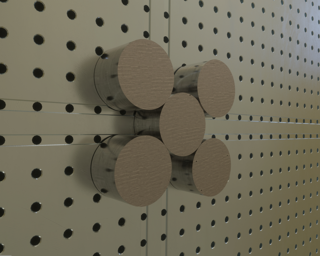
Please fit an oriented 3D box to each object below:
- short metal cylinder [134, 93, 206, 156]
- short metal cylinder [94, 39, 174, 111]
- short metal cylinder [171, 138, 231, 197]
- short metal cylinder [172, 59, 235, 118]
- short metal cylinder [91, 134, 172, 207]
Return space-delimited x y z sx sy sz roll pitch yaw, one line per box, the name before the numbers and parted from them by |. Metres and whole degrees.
short metal cylinder | 0.014 -0.005 0.406 0.081 0.050 0.079 0 90 -40
short metal cylinder | -0.030 -0.060 0.369 0.081 0.050 0.079 0 90 -40
short metal cylinder | 0.056 0.053 0.441 0.081 0.050 0.079 0 90 -40
short metal cylinder | 0.063 -0.054 0.445 0.081 0.050 0.079 0 90 -40
short metal cylinder | -0.033 0.048 0.366 0.081 0.050 0.079 0 90 -40
